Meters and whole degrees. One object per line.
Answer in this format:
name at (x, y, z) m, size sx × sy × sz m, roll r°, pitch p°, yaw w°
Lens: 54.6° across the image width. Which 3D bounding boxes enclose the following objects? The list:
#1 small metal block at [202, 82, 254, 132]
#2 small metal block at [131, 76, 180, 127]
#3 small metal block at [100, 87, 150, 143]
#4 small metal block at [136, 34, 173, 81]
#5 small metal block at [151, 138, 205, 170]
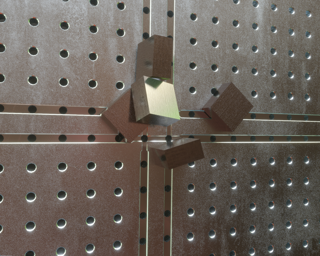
small metal block at (0.098, -0.030, 0.448) m, size 0.050 × 0.025 × 0.050 m, roll 45°, pitch 76°, yaw -15°
small metal block at (-0.005, -0.032, 0.386) m, size 0.050 × 0.025 × 0.050 m, roll 10°, pitch 62°, yaw -42°
small metal block at (-0.040, -0.016, 0.398) m, size 0.050 × 0.025 × 0.050 m, roll -45°, pitch 104°, yaw -14°
small metal block at (-0.008, -0.086, 0.394) m, size 0.025 × 0.050 × 0.050 m, roll 4°, pitch 89°, yaw -27°
small metal block at (0.022, 0.032, 0.407) m, size 0.050 × 0.050 × 0.025 m, roll -16°, pitch 96°, yaw -19°
